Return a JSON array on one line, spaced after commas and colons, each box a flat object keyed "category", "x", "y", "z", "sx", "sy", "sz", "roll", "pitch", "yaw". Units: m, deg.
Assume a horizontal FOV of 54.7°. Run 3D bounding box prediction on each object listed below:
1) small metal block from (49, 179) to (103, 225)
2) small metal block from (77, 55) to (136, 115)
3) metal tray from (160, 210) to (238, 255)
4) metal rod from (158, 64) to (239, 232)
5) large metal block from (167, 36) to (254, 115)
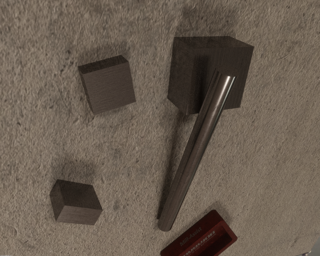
[{"category": "small metal block", "x": -0.107, "y": 0.094, "z": 0.391, "sx": 0.050, "sy": 0.050, "sz": 0.025, "roll": 19, "pitch": 108, "yaw": -36}, {"category": "small metal block", "x": -0.058, "y": -0.048, "z": 0.346, "sx": 0.050, "sy": 0.025, "sz": 0.050, "roll": -20, "pitch": 126, "yaw": -17}, {"category": "metal tray", "x": 0.076, "y": 0.223, "z": 0.585, "sx": 0.130, "sy": 0.030, "sz": 0.090, "roll": -38, "pitch": 130, "yaw": -3}, {"category": "metal rod", "x": 0.039, "y": 0.050, "z": 0.420, "sx": 0.025, "sy": 0.025, "sz": 0.298, "roll": -7, "pitch": 135, "yaw": -25}, {"category": "large metal block", "x": 0.060, "y": -0.067, "z": 0.384, "sx": 0.081, "sy": 0.050, "sz": 0.079, "roll": -9, "pitch": 122, "yaw": -24}]
